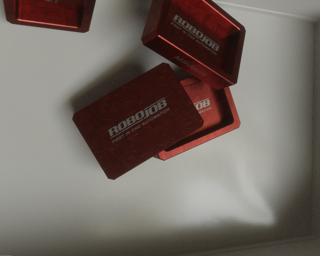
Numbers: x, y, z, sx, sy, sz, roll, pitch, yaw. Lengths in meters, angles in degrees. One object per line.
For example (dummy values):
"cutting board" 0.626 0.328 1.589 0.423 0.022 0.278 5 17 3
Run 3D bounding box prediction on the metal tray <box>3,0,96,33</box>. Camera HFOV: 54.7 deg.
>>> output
"metal tray" -0.110 -0.150 0.312 0.091 0.129 0.030 1 72 -21

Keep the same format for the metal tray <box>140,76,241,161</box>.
"metal tray" 0.038 -0.021 0.423 0.131 0.030 0.090 -22 98 -19

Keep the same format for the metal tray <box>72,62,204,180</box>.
"metal tray" -0.025 -0.008 0.375 0.131 0.030 0.090 -31 89 -5

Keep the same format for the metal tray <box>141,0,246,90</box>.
"metal tray" 0.047 -0.115 0.382 0.131 0.030 0.090 25 69 -30
